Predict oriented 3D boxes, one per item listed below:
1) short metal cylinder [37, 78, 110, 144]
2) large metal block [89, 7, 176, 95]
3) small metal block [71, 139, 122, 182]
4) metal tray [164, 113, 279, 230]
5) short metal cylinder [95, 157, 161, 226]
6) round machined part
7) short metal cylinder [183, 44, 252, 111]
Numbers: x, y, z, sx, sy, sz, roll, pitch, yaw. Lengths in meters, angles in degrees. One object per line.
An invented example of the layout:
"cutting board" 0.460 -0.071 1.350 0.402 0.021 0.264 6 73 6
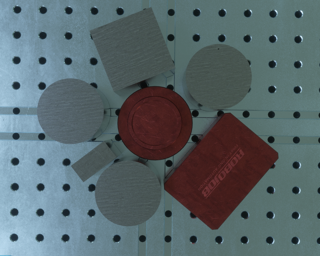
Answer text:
"short metal cylinder" -0.108 -0.020 0.399 0.081 0.050 0.080 0 90 0
"large metal block" -0.033 -0.096 0.400 0.080 0.050 0.080 -21 90 0
"small metal block" -0.080 0.041 0.399 0.050 0.050 0.025 -37 90 0
"metal tray" 0.079 0.055 0.410 0.090 0.030 0.130 41 89 0
"short metal cylinder" -0.038 0.079 0.400 0.081 0.050 0.080 0 90 0
"round machined part" -0.006 -0.006 0.404 0.099 0.042 0.097 0 90 0
"short metal cylinder" 0.071 -0.062 0.401 0.081 0.050 0.080 0 90 0
